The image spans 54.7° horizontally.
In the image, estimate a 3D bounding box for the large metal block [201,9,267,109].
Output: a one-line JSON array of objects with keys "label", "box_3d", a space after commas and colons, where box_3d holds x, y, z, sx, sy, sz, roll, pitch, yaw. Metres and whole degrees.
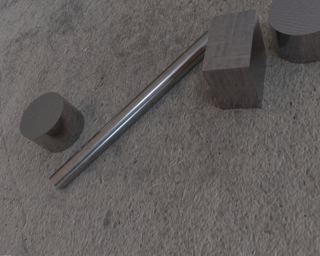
[{"label": "large metal block", "box_3d": [0.092, -0.077, 0.367, 0.050, 0.080, 0.080, 0, 62, 28]}]

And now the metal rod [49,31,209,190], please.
[{"label": "metal rod", "box_3d": [-0.035, -0.026, 0.436, 0.300, 0.025, 0.025, -43, 51, -2]}]

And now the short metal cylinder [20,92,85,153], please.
[{"label": "short metal cylinder", "box_3d": [-0.165, -0.008, 0.477, 0.080, 0.050, 0.080, -13, 56, 20]}]

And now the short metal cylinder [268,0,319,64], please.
[{"label": "short metal cylinder", "box_3d": [0.176, -0.125, 0.372, 0.080, 0.050, 0.080, -13, 56, 20]}]
